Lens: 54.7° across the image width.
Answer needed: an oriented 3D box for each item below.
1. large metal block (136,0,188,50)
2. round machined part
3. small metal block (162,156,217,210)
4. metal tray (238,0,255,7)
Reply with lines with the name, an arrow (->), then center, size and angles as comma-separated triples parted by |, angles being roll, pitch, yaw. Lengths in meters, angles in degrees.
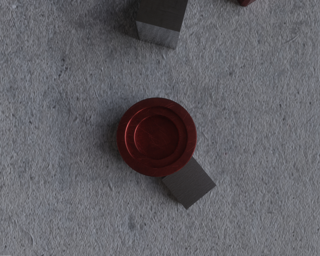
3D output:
large metal block -> 0.008, -0.151, 0.383 | 0.050, 0.080, 0.080 | 15, 90, 0
round machined part -> -0.003, 0.012, 0.399 | 0.099, 0.042, 0.097 | 0, 85, 2
small metal block -> 0.037, 0.070, 0.411 | 0.050, 0.025, 0.050 | -39, 91, 0
metal tray -> 0.116, -0.241, 0.408 | 0.090, 0.030, 0.130 | -33, 90, -1
